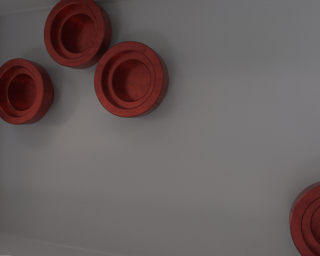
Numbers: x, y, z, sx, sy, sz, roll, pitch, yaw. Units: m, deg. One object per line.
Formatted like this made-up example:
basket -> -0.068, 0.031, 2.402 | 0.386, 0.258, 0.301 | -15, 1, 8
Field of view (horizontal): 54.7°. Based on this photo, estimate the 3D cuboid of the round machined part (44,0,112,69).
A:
round machined part -> -0.111, -0.132, 0.441 | 0.098, 0.042, 0.097 | 0, 90, 20

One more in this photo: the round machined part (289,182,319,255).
round machined part -> 0.192, 0.104, 0.333 | 0.098, 0.042, 0.097 | 0, 90, 20

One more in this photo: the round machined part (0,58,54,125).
round machined part -> -0.203, -0.054, 0.473 | 0.098, 0.042, 0.097 | 0, 90, 20

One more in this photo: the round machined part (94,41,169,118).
round machined part -> -0.034, -0.062, 0.414 | 0.098, 0.042, 0.097 | 0, 90, 20
